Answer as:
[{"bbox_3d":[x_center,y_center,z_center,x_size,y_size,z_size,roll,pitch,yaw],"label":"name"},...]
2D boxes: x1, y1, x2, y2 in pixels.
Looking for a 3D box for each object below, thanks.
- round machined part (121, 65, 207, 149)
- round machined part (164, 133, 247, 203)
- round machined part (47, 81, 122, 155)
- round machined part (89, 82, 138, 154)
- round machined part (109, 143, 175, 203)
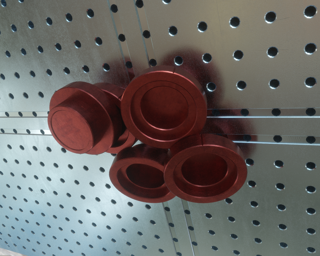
[{"bbox_3d":[0.006,-0.027,0.367,0.099,0.042,0.097,4,119,7],"label":"round machined part"},{"bbox_3d":[0.054,0.045,0.383,0.099,0.042,0.097,1,127,1],"label":"round machined part"},{"bbox_3d":[-0.102,-0.006,0.393,0.098,0.042,0.097,13,124,20],"label":"round machined part"},{"bbox_3d":[-0.065,-0.017,0.422,0.098,0.042,0.097,13,124,20],"label":"round machined part"},{"bbox_3d":[-0.018,0.059,0.433,0.099,0.042,0.097,7,133,8],"label":"round machined part"}]
